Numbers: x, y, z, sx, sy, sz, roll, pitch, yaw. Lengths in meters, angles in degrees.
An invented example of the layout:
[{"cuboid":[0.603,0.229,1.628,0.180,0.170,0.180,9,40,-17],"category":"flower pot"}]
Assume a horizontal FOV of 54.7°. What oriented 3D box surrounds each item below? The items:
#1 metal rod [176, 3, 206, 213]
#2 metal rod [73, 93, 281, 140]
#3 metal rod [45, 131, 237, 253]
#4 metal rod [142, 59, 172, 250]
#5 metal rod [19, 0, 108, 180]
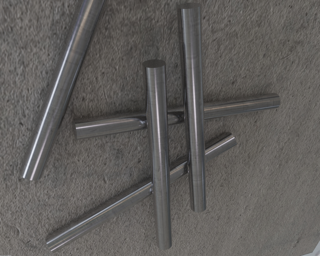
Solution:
[{"cuboid":[0.044,-0.001,0.396,0.025,0.025,0.298,-19,126,-17],"category":"metal rod"},{"cuboid":[0.039,-0.020,0.415,0.303,0.025,0.025,-9,123,-24],"category":"metal rod"},{"cuboid":[-0.020,0.088,0.449,0.302,0.025,0.025,-29,128,-10],"category":"metal rod"},{"cuboid":[0.000,0.057,0.408,0.025,0.025,0.298,-16,125,-19],"category":"metal rod"},{"cuboid":[-0.087,-0.075,0.312,0.025,0.025,0.298,14,111,-34],"category":"metal rod"}]
